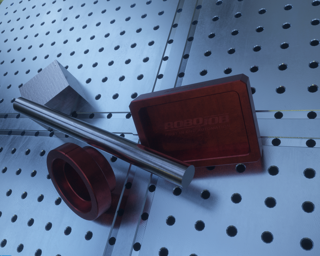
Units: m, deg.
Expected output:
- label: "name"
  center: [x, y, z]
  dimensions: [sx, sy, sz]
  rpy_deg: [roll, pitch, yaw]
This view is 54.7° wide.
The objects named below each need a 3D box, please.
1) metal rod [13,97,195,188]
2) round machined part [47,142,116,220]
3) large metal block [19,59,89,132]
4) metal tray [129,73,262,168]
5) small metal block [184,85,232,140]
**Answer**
- label: "metal rod"
  center: [-0.092, 0.007, 0.394]
  dimensions: [0.300, 0.025, 0.025]
  rpy_deg: [19, 72, 32]
- label: "round machined part"
  center: [-0.093, 0.061, 0.383]
  dimensions: [0.098, 0.097, 0.042]
  rpy_deg: [21, 37, 35]
- label: "large metal block"
  center: [-0.178, -0.054, 0.516]
  dimensions: [0.080, 0.050, 0.080]
  rpy_deg: [-38, 51, 2]
- label: "metal tray"
  center: [0.040, -0.002, 0.347]
  dimensions: [0.130, 0.089, 0.030]
  rpy_deg: [-9, 18, 23]
- label: "small metal block"
  center: [0.064, -0.021, 0.386]
  dimensions: [0.050, 0.025, 0.050]
  rpy_deg: [-31, 52, 8]
